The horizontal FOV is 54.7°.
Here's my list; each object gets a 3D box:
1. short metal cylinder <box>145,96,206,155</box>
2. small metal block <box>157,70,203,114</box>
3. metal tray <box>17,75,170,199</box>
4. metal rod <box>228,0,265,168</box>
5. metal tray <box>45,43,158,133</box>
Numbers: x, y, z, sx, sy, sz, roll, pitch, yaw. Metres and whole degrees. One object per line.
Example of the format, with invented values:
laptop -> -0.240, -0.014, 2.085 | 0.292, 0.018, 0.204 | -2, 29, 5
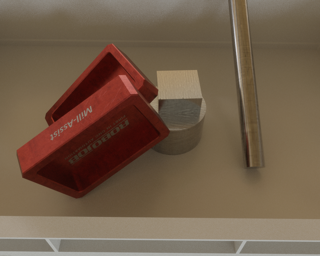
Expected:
short metal cylinder -> 0.016, -0.012, 0.399 | 0.081, 0.050, 0.080 | 0, 50, 0
small metal block -> 0.022, -0.044, 0.378 | 0.050, 0.025, 0.050 | -2, 50, -2
metal tray -> -0.063, 0.015, 0.318 | 0.130, 0.090, 0.030 | -36, 55, 4
metal rod -> 0.109, -0.097, 0.407 | 0.025, 0.025, 0.299 | -1, 76, -1
metal tray -> -0.075, -0.028, 0.377 | 0.130, 0.030, 0.090 | -45, 55, 9
